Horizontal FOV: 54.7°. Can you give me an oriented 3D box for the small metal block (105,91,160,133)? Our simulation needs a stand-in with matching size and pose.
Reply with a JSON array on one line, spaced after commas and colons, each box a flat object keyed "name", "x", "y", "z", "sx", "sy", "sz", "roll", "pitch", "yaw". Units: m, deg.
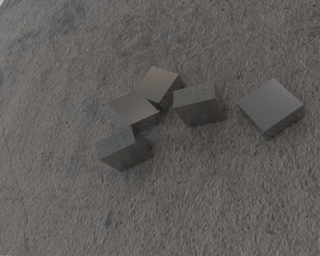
[{"name": "small metal block", "x": -0.037, "y": -0.019, "z": 0.413, "sx": 0.050, "sy": 0.025, "sz": 0.050, "roll": -27, "pitch": 56, "yaw": -35}]

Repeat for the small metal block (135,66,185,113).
[{"name": "small metal block", "x": -0.001, "y": -0.055, "z": 0.439, "sx": 0.050, "sy": 0.025, "sz": 0.050, "roll": 25, "pitch": 75, "yaw": 36}]

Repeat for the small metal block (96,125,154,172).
[{"name": "small metal block", "x": -0.044, "y": 0.028, "z": 0.393, "sx": 0.050, "sy": 0.050, "sz": 0.025, "roll": -26, "pitch": 56, "yaw": 12}]

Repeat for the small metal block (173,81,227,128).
[{"name": "small metal block", "x": 0.049, "y": -0.027, "z": 0.379, "sx": 0.050, "sy": 0.050, "sz": 0.025, "roll": -12, "pitch": 57, "yaw": 21}]

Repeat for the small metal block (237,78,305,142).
[{"name": "small metal block", "x": 0.125, "y": -0.021, "z": 0.351, "sx": 0.050, "sy": 0.025, "sz": 0.050, "roll": -35, "pitch": 51, "yaw": 4}]
